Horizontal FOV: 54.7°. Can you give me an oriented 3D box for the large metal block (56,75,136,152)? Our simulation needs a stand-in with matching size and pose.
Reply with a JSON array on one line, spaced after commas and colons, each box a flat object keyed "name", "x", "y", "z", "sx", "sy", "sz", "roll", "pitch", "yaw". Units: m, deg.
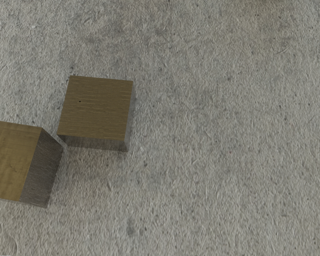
[{"name": "large metal block", "x": -0.078, "y": -0.018, "z": 0.401, "sx": 0.080, "sy": 0.050, "sz": 0.080, "roll": 6, "pitch": 70, "yaw": 2}]

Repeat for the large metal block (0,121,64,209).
[{"name": "large metal block", "x": -0.159, "y": 0.046, "z": 0.361, "sx": 0.050, "sy": 0.080, "sz": 0.080, "roll": 9, "pitch": 70, "yaw": 3}]
